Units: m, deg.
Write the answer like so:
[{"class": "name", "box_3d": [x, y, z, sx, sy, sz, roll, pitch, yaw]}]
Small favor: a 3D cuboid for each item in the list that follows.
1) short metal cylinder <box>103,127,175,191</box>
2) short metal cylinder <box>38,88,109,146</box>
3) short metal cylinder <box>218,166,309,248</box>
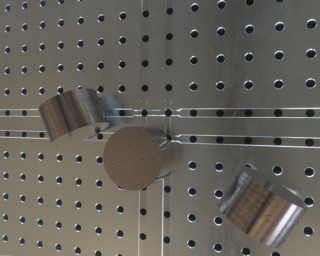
[{"class": "short metal cylinder", "box_3d": [-0.026, 0.038, 0.408, 0.080, 0.050, 0.079, 0, 90, 19]}, {"class": "short metal cylinder", "box_3d": [-0.117, -0.014, 0.423, 0.080, 0.080, 0.050, -26, 82, 18]}, {"class": "short metal cylinder", "box_3d": [0.113, 0.085, 0.344, 0.080, 0.080, 0.050, 32, 101, 17]}]
